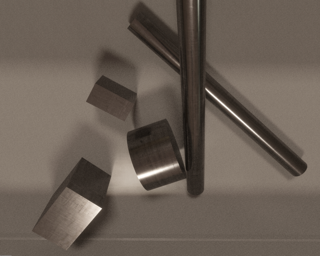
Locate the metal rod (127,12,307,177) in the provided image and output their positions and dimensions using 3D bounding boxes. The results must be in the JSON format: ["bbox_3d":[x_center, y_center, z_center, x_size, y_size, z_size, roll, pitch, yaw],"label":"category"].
[{"bbox_3d":[0.083,-0.034,0.399,0.301,0.025,0.025,39,105,-14],"label":"metal rod"}]

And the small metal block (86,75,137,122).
[{"bbox_3d":[-0.058,-0.038,0.383,0.050,0.050,0.025,28,108,-10],"label":"small metal block"}]

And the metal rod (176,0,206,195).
[{"bbox_3d":[0.037,-0.019,0.342,0.025,0.025,0.298,-6,134,2],"label":"metal rod"}]

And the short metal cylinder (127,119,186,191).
[{"bbox_3d":[-0.003,0.034,0.394,0.050,0.080,0.080,-19,109,6],"label":"short metal cylinder"}]

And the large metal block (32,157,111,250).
[{"bbox_3d":[-0.115,0.099,0.417,0.050,0.080,0.080,36,106,-13],"label":"large metal block"}]
